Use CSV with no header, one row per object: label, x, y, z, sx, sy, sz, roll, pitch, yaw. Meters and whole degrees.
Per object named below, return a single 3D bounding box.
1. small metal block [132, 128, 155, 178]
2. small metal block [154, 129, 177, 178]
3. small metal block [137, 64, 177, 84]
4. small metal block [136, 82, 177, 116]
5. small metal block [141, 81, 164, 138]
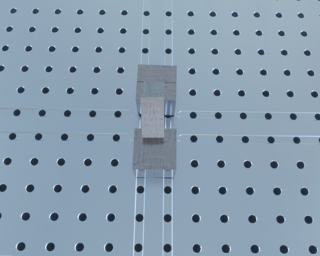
small metal block,-0.019,0.032,0.386,0.025,0.050,0.050,1,70,0
small metal block,0.007,0.032,0.385,0.025,0.050,0.050,1,70,0
small metal block,-0.004,-0.062,0.420,0.050,0.050,0.025,2,70,0
small metal block,-0.005,-0.038,0.412,0.050,0.050,0.025,2,70,0
small metal block,-0.008,-0.023,0.363,0.025,0.050,0.050,0,28,1
